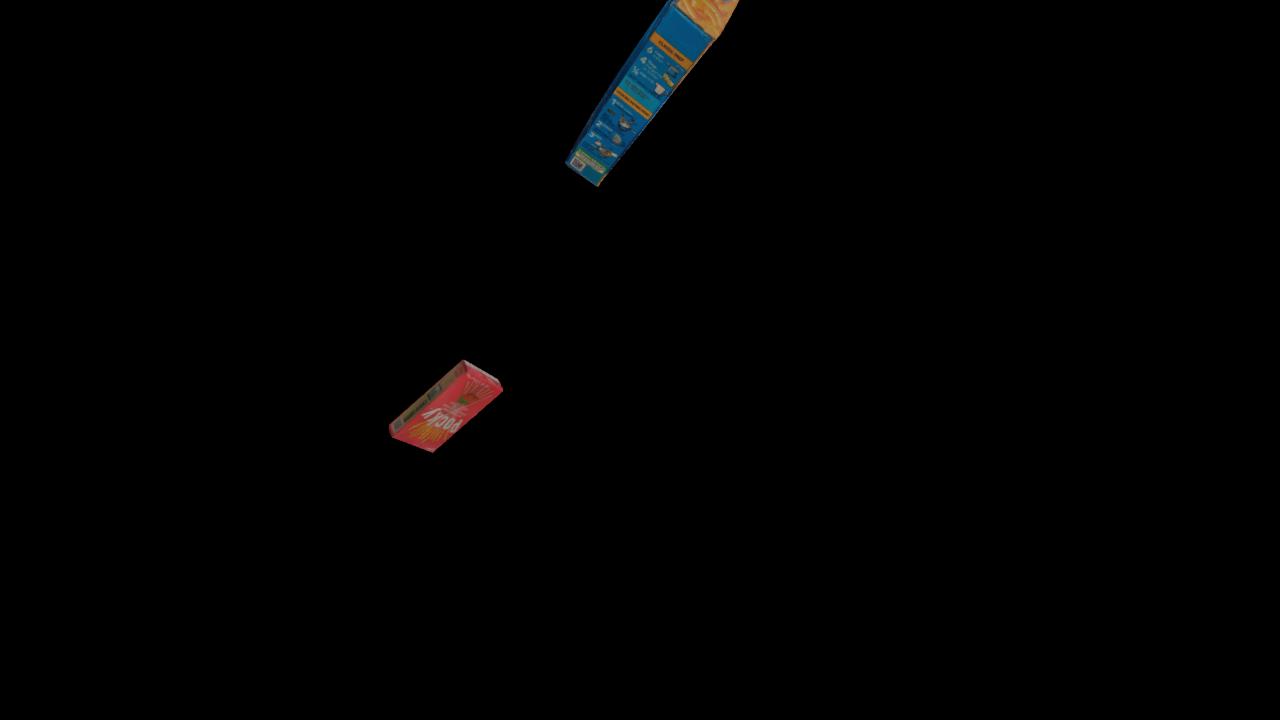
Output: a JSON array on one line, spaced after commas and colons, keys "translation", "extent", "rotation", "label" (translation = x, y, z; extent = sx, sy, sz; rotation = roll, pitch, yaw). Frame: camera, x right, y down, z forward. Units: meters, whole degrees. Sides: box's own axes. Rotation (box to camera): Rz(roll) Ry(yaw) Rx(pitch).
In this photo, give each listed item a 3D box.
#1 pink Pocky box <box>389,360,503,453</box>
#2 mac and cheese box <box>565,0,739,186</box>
[{"translation": [-0.288, 0.072, 0.919], "extent": [0.155, 0.029, 0.084], "rotation": [-40, -36, 6], "label": "pink Pocky box"}, {"translation": [0.008, -0.219, 0.473], "extent": [0.041, 0.093, 0.184], "rotation": [34, -28, -16], "label": "mac and cheese box"}]
